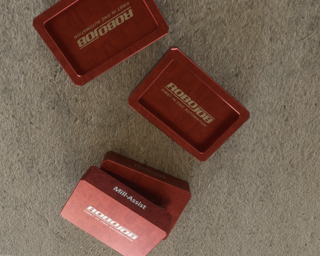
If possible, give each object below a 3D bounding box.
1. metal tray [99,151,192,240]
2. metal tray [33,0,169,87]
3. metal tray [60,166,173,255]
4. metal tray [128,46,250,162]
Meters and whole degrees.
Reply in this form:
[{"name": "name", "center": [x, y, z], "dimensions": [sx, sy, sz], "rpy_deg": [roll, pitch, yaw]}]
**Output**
[{"name": "metal tray", "center": [-0.033, 0.098, 0.443], "dimensions": [0.131, 0.030, 0.089], "rpy_deg": [24, 108, -9]}, {"name": "metal tray", "center": [-0.066, -0.119, 0.362], "dimensions": [0.130, 0.030, 0.090], "rpy_deg": [-29, 108, 10]}, {"name": "metal tray", "center": [-0.060, 0.119, 0.421], "dimensions": [0.130, 0.030, 0.089], "rpy_deg": [34, 124, -3]}, {"name": "metal tray", "center": [0.037, -0.029, 0.396], "dimensions": [0.130, 0.030, 0.090], "rpy_deg": [39, 105, -13]}]
